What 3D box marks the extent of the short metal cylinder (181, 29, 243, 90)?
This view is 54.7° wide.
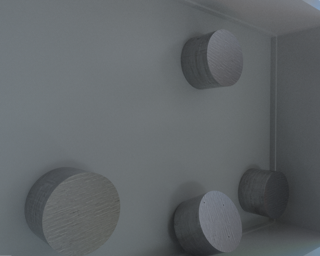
[{"bbox_3d":[0.077,-0.098,0.454,0.081,0.050,0.080,0,90,-40],"label":"short metal cylinder"}]

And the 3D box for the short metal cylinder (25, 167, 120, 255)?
[{"bbox_3d":[-0.088,0.082,0.316,0.081,0.050,0.080,0,90,-40],"label":"short metal cylinder"}]

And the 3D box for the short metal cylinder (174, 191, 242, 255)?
[{"bbox_3d":[0.067,0.132,0.428,0.080,0.050,0.080,21,53,-31],"label":"short metal cylinder"}]

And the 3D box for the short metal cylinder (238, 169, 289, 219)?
[{"bbox_3d":[0.182,0.113,0.543,0.081,0.050,0.080,0,90,-40],"label":"short metal cylinder"}]
